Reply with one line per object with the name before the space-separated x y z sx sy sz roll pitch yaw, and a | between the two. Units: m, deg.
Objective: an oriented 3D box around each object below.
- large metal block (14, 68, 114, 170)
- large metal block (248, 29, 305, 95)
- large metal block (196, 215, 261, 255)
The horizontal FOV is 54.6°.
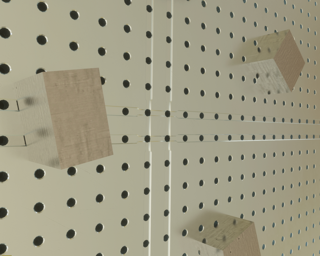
large metal block | -0.093 -0.010 0.295 0.050 0.080 0.080 -14 99 -39
large metal block | 0.217 -0.120 0.572 0.080 0.050 0.080 49 61 -29
large metal block | 0.111 0.196 0.485 0.081 0.050 0.080 -23 105 -37
